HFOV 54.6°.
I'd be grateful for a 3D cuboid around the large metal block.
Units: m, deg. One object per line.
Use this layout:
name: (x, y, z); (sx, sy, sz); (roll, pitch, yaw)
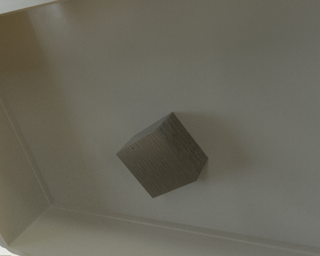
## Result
large metal block: (0.003, 0.038, 0.415); (0.080, 0.050, 0.080); (-31, 101, 38)
